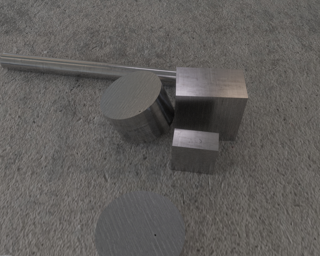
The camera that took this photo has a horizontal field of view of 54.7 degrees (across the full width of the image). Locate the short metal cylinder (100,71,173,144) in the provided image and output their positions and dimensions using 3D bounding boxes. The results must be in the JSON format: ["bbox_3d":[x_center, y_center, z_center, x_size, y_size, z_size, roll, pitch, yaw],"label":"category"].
[{"bbox_3d":[-0.028,-0.027,0.393,0.080,0.050,0.080,-13,48,15],"label":"short metal cylinder"}]

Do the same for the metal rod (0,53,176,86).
[{"bbox_3d":[-0.096,-0.089,0.476,0.302,0.025,0.025,7,50,5],"label":"metal rod"}]

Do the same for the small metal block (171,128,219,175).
[{"bbox_3d":[0.040,0.029,0.363,0.050,0.050,0.025,6,51,5],"label":"small metal block"}]

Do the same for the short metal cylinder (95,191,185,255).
[{"bbox_3d":[-0.018,0.108,0.296,0.081,0.050,0.080,0,50,0],"label":"short metal cylinder"}]

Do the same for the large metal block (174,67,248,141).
[{"bbox_3d":[0.059,-0.028,0.392,0.080,0.080,0.050,2,50,1],"label":"large metal block"}]
